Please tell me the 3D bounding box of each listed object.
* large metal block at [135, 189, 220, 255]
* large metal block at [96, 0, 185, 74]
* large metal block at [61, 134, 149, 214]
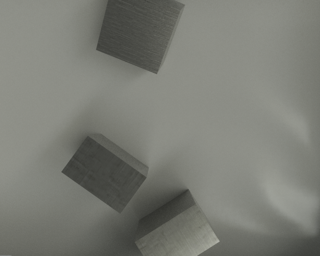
[{"bbox_3d":[0.019,0.126,0.384,0.080,0.080,0.050,-32,90,0],"label":"large metal block"},{"bbox_3d":[-0.023,-0.124,0.382,0.080,0.050,0.079,22,120,-1],"label":"large metal block"},{"bbox_3d":[-0.062,0.052,0.383,0.080,0.080,0.050,36,90,-1],"label":"large metal block"}]
